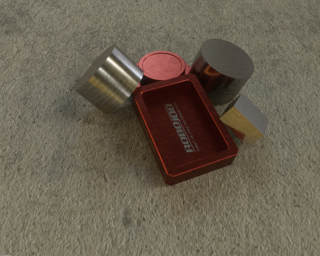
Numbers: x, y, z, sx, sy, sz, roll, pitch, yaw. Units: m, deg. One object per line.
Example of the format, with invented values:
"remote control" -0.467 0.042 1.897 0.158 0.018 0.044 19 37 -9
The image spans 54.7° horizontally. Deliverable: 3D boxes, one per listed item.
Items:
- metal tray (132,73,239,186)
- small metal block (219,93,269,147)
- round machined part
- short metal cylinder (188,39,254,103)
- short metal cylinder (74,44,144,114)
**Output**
"metal tray" 0.027 -0.003 0.390 0.091 0.030 0.130 -17 62 -14
"small metal block" 0.108 -0.011 0.392 0.050 0.025 0.050 45 34 1
"round machined part" 0.003 -0.078 0.460 0.099 0.042 0.098 0 50 0
"short metal cylinder" 0.086 -0.082 0.445 0.081 0.050 0.080 11 50 -14
"short metal cylinder" -0.068 -0.065 0.414 0.050 0.080 0.080 41 48 -24
